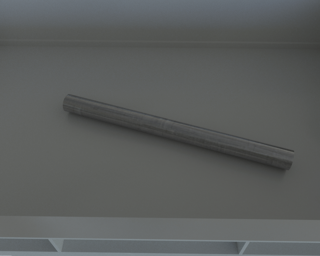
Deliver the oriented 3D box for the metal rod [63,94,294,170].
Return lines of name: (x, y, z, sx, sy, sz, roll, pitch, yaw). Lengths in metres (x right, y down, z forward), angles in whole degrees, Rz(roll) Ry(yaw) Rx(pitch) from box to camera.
metal rod: (0.014, 0.002, 0.402, 0.301, 0.025, 0.025, 15, 52, 12)
